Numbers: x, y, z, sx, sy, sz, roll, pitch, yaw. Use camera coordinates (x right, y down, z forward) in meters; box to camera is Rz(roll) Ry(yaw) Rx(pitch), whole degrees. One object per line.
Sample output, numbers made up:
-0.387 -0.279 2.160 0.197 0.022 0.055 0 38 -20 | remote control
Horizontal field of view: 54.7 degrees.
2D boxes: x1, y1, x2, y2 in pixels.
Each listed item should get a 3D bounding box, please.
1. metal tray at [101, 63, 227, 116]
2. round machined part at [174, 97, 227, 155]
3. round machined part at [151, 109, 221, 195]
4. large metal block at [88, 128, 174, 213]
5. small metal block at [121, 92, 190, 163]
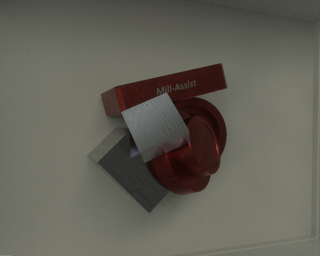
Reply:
0.002 -0.045 0.375 0.131 0.090 0.030 -16 96 -20 | metal tray
0.036 0.009 0.416 0.099 0.042 0.097 0 90 -21 | round machined part
0.034 0.024 0.352 0.098 0.042 0.098 32 48 -43 | round machined part
-0.034 0.046 0.368 0.050 0.080 0.080 -46 105 -14 | large metal block
-0.004 -0.001 0.310 0.050 0.025 0.050 -24 60 -6 | small metal block
